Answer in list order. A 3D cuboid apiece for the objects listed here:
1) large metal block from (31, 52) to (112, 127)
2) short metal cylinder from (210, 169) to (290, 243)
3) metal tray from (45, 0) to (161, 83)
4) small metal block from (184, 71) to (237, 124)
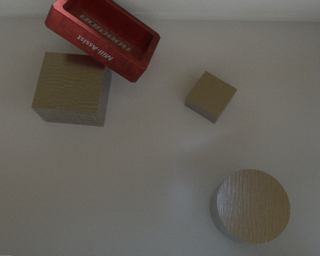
[{"bbox_3d":[-0.113,-0.051,0.414,0.080,0.050,0.080,5,70,1],"label":"large metal block"},{"bbox_3d":[0.103,0.093,0.364,0.081,0.050,0.080,0,70,0],"label":"short metal cylinder"},{"bbox_3d":[-0.069,-0.128,0.407,0.130,0.030,0.090,32,44,-15],"label":"metal tray"},{"bbox_3d":[0.069,-0.042,0.426,0.050,0.025,0.050,33,73,11],"label":"small metal block"}]
